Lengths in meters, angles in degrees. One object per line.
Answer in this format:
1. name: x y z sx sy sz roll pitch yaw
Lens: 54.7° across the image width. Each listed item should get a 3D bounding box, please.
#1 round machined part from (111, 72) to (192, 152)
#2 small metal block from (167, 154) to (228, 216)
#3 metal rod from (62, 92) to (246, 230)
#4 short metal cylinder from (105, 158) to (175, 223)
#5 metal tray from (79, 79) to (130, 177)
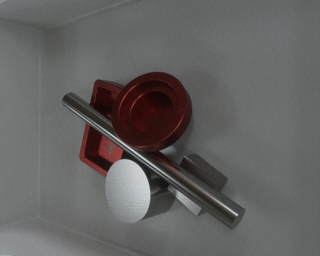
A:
1. round machined part: -0.007 -0.016 0.381 0.098 0.042 0.098 -10 65 22
2. small metal block: 0.044 0.066 0.367 0.050 0.025 0.050 39 113 33
3. metal rod: -0.029 0.025 0.389 0.300 0.025 0.025 32 110 32
4. short metal cylinder: -0.026 0.079 0.407 0.080 0.050 0.079 0 90 39
5. metal tray: -0.069 0.002 0.455 0.090 0.030 0.129 23 105 37
